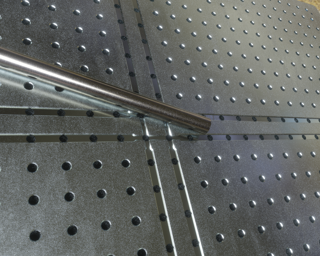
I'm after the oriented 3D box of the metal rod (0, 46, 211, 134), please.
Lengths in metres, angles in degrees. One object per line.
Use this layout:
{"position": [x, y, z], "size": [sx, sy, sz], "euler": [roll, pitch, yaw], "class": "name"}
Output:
{"position": [-0.069, -0.046, 0.399], "size": [0.302, 0.025, 0.025], "euler": [17, 55, -19], "class": "metal rod"}
